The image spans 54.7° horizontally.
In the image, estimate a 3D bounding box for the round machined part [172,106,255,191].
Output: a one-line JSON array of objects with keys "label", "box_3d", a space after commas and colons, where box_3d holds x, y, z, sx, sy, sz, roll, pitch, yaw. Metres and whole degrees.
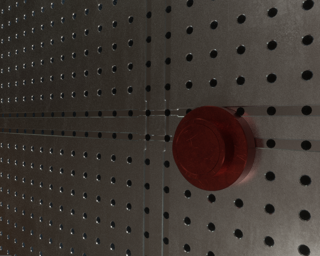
[{"label": "round machined part", "box_3d": [0.053, 0.023, 0.353, 0.098, 0.042, 0.097, 0, 90, 39]}]
